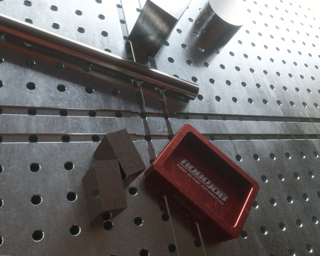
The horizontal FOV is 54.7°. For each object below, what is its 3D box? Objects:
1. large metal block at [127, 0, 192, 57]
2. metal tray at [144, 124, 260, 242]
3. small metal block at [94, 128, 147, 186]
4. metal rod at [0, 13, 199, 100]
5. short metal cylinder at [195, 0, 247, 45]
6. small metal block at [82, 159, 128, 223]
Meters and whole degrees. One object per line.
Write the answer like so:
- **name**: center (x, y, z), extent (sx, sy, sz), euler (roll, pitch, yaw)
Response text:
- **large metal block**: center (0.002, -0.171, 0.478), extent (0.050, 0.080, 0.080), euler (33, 51, -7)
- **metal tray**: center (0.056, 0.067, 0.393), extent (0.130, 0.030, 0.090), euler (41, 51, 0)
- **small metal block**: center (-0.046, 0.036, 0.345), extent (0.025, 0.050, 0.050), euler (-18, 72, -35)
- **metal rod**: center (-0.084, -0.095, 0.420), extent (0.302, 0.025, 0.025), euler (17, 55, -19)
- **short metal cylinder**: center (0.112, -0.203, 0.576), extent (0.081, 0.050, 0.080), euler (14, 56, -21)
- **small metal block**: center (-0.058, 0.066, 0.320), extent (0.025, 0.050, 0.050), euler (-1, 63, -29)
